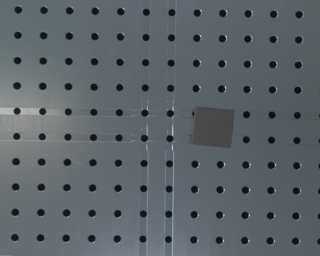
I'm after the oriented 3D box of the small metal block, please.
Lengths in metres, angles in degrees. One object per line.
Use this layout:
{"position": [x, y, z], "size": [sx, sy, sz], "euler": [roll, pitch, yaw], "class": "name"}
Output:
{"position": [0.070, -0.001, 0.414], "size": [0.050, 0.025, 0.050], "euler": [6, 90, 0], "class": "small metal block"}
